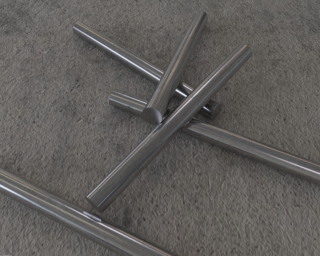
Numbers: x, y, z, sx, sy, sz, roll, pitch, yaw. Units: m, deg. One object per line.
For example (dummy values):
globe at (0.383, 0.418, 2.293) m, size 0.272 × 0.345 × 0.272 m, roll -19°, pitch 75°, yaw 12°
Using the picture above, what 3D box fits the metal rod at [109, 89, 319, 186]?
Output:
metal rod at (0.069, 0.009, 0.395) m, size 0.301 × 0.025 × 0.025 m, roll 21°, pitch 53°, yaw 17°

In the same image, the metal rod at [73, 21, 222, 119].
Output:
metal rod at (-0.034, -0.100, 0.486) m, size 0.300 × 0.025 × 0.025 m, roll 35°, pitch 58°, yaw 25°

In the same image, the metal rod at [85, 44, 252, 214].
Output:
metal rod at (0.028, -0.016, 0.383) m, size 0.025 × 0.025 × 0.301 m, roll 32°, pitch 61°, yaw 24°

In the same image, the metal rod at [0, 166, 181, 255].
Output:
metal rod at (-0.088, 0.094, 0.323) m, size 0.301 × 0.025 × 0.025 m, roll 21°, pitch 53°, yaw 16°

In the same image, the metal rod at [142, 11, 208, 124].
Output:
metal rod at (0.034, -0.110, 0.469) m, size 0.025 × 0.025 × 0.301 m, roll 13°, pitch 43°, yaw 11°
